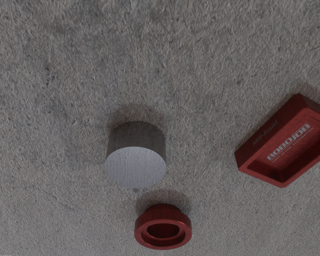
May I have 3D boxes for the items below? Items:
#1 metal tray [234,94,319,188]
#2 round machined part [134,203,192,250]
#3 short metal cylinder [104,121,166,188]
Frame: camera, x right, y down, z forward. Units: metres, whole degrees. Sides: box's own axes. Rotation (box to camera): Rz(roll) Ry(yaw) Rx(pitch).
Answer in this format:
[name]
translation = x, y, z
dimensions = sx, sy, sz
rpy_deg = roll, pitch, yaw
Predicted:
[metal tray]
translation = 0.179, 0.024, 0.426
dimensions = 0.091, 0.030, 0.129
rpy_deg = 23, 126, -19
[round machined part]
translation = 0.005, 0.169, 0.540
dimensions = 0.099, 0.042, 0.097
rpy_deg = -1, 130, 0
[short metal cylinder]
translation = -0.032, 0.037, 0.422
dimensions = 0.081, 0.050, 0.079
rpy_deg = 0, 130, 0
